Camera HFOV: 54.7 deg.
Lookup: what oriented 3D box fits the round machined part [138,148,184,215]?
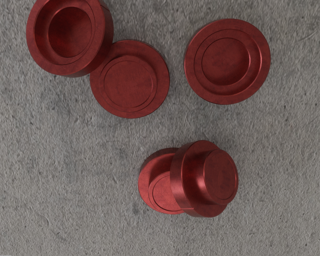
[{"bbox_3d":[0.018,0.080,0.430,0.099,0.042,0.097,0,110,0],"label":"round machined part"}]

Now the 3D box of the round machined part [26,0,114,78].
[{"bbox_3d":[-0.095,-0.105,0.348,0.098,0.042,0.097,0,91,18],"label":"round machined part"}]

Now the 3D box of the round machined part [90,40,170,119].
[{"bbox_3d":[-0.037,-0.057,0.379,0.099,0.042,0.097,0,110,0],"label":"round machined part"}]

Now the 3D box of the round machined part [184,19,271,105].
[{"bbox_3d":[0.077,-0.080,0.372,0.099,0.042,0.097,0,110,0],"label":"round machined part"}]

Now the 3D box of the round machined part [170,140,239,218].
[{"bbox_3d":[0.062,0.063,0.392,0.042,0.098,0.098,-17,115,46],"label":"round machined part"}]
